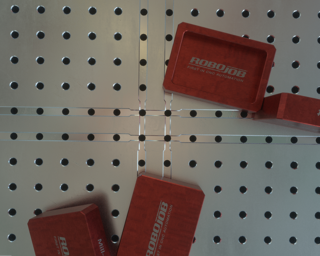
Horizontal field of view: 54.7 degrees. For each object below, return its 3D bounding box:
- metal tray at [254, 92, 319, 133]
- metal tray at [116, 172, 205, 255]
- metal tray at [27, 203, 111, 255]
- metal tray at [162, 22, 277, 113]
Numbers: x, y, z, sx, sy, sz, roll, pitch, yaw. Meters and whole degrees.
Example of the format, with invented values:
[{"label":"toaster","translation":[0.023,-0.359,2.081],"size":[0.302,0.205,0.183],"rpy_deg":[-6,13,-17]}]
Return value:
[{"label":"metal tray","translation":[0.195,-0.012,0.383],"size":[0.131,0.090,0.030],"rpy_deg":[11,90,-1]},{"label":"metal tray","translation":[-0.001,0.133,0.411],"size":[0.091,0.030,0.129],"rpy_deg":[15,90,-1]},{"label":"metal tray","translation":[-0.109,0.169,0.394],"size":[0.090,0.030,0.129],"rpy_deg":[-14,90,20]},{"label":"metal tray","translation":[0.077,-0.078,0.411],"size":[0.131,0.030,0.089],"rpy_deg":[14,90,-1]}]
